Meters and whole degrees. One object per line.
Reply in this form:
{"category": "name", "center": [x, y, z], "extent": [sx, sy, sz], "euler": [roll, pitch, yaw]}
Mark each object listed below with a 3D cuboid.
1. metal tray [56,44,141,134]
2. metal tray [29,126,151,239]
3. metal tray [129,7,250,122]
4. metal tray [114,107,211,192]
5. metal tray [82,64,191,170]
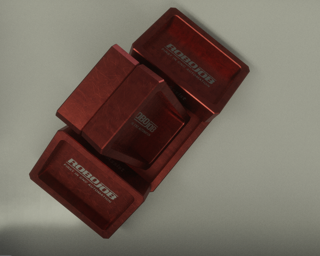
{"category": "metal tray", "center": [-0.059, -0.037, 0.355], "extent": [0.030, 0.130, 0.090], "euler": [40, 90, 0]}
{"category": "metal tray", "center": [-0.088, 0.067, 0.389], "extent": [0.130, 0.030, 0.090], "euler": [40, 114, -1]}
{"category": "metal tray", "center": [0.038, -0.081, 0.390], "extent": [0.130, 0.030, 0.090], "euler": [39, 64, 0]}
{"category": "metal tray", "center": [-0.006, 0.006, 0.407], "extent": [0.090, 0.030, 0.130], "euler": [39, 90, -1]}
{"category": "metal tray", "center": [-0.018, -0.004, 0.345], "extent": [0.030, 0.130, 0.090], "euler": [40, 90, 23]}
